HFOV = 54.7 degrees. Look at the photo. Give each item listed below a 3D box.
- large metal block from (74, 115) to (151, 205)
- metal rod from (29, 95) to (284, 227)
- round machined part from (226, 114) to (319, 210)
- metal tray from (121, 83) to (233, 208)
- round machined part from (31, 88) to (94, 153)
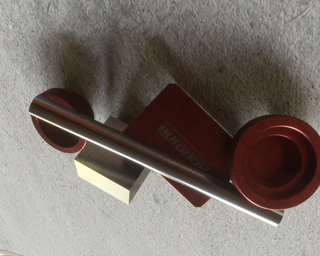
[{"bbox_3d":[-0.055,0.042,0.417,0.080,0.080,0.050,27,147,11],"label":"large metal block"},{"bbox_3d":[-0.004,0.036,0.350,0.301,0.025,0.025,25,128,1],"label":"metal rod"},{"bbox_3d":[0.120,0.034,0.333,0.099,0.042,0.097,0,95,-4],"label":"round machined part"},{"bbox_3d":[0.031,0.020,0.373,0.130,0.030,0.090,44,100,-3],"label":"metal tray"},{"bbox_3d":[-0.137,-0.014,0.457,0.098,0.042,0.097,13,124,20],"label":"round machined part"}]
